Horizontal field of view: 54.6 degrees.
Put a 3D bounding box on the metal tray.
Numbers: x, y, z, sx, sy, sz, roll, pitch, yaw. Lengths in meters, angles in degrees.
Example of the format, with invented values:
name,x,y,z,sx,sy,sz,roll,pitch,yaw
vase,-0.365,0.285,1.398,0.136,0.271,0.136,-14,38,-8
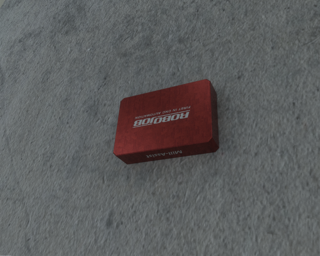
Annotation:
name,x,y,z,sx,sy,sz,roll,pitch,yaw
metal tray,0.007,-0.007,0.402,0.130,0.030,0.090,-10,57,22
